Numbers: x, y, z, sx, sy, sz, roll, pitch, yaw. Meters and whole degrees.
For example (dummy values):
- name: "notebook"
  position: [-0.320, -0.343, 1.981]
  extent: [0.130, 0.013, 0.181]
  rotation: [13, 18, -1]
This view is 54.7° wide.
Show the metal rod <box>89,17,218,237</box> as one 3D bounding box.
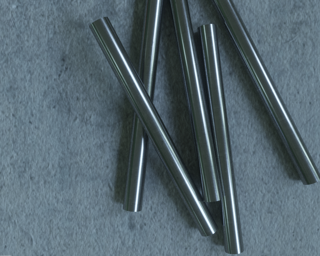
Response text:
- name: "metal rod"
  position: [-0.003, 0.005, 0.388]
  extent: [0.025, 0.025, 0.299]
  rotation: [-28, 99, 0]

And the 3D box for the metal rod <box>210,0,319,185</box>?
- name: "metal rod"
  position: [0.135, -0.063, 0.411]
  extent: [0.025, 0.025, 0.299]
  rotation: [-27, 90, 0]

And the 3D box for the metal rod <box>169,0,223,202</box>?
- name: "metal rod"
  position: [0.043, -0.055, 0.403]
  extent: [0.025, 0.025, 0.298]
  rotation: [-10, 87, 0]

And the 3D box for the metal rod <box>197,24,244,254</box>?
- name: "metal rod"
  position: [0.080, 0.014, 0.411]
  extent: [0.025, 0.025, 0.298]
  rotation: [-7, 90, 0]

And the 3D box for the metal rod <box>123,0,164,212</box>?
- name: "metal rod"
  position: [-0.021, -0.041, 0.409]
  extent: [0.025, 0.025, 0.298]
  rotation: [6, 90, -1]
